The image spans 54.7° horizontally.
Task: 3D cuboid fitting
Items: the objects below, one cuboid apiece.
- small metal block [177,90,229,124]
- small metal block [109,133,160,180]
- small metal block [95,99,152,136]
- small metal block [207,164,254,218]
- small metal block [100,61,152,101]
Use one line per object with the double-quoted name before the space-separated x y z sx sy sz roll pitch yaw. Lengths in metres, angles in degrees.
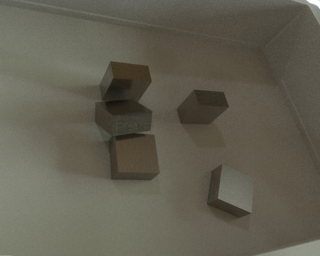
"small metal block" 0.060 -0.028 0.439 0.050 0.050 0.025 1 62 -28
"small metal block" -0.031 0.034 0.368 0.050 0.025 0.050 6 59 -26
"small metal block" -0.045 -0.014 0.373 0.050 0.025 0.050 -8 25 -32
"small metal block" 0.093 0.082 0.405 0.050 0.025 0.050 26 53 -13
"small metal block" -0.045 -0.058 0.400 0.050 0.050 0.025 1 61 -28
